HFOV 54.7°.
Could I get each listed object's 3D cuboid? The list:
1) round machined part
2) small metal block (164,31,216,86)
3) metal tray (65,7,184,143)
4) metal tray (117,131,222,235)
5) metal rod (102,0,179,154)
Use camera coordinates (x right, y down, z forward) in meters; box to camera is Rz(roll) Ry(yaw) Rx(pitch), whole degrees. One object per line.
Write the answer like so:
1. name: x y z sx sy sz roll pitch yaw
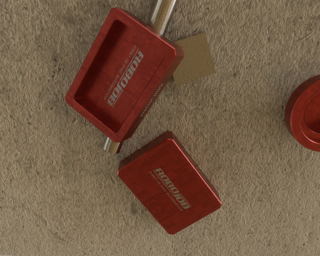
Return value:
1. round machined part: 0.208 -0.022 0.396 0.099 0.042 0.097 0 110 -1
2. small metal block: 0.036 -0.085 0.379 0.050 0.025 0.050 -17 110 5
3. metal tray: -0.044 -0.059 0.362 0.090 0.030 0.129 38 111 10
4. metal tray: 0.015 0.080 0.437 0.090 0.030 0.130 -34 107 11
5. metal rod: -0.011 -0.102 0.372 0.025 0.025 0.298 20 109 -8
